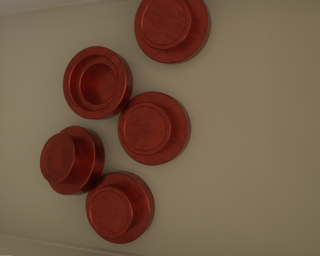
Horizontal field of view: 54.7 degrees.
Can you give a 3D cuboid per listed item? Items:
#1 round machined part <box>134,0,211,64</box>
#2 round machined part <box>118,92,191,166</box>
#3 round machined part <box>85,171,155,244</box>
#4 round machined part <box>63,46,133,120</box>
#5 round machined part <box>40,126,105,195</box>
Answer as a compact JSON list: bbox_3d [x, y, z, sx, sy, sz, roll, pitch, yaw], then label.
[{"bbox_3d":[0.012,-0.131,0.391,0.098,0.042,0.097,3,99,20],"label":"round machined part"},{"bbox_3d":[-0.012,0.001,0.406,0.098,0.042,0.097,0,90,20],"label":"round machined part"},{"bbox_3d":[-0.060,0.110,0.423,0.098,0.042,0.097,0,90,20],"label":"round machined part"},{"bbox_3d":[-0.081,-0.060,0.429,0.098,0.042,0.097,0,89,21],"label":"round machined part"},{"bbox_3d":[-0.128,0.044,0.432,0.098,0.042,0.098,-9,73,30],"label":"round machined part"}]
